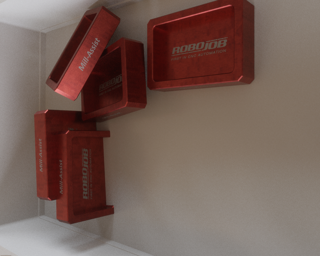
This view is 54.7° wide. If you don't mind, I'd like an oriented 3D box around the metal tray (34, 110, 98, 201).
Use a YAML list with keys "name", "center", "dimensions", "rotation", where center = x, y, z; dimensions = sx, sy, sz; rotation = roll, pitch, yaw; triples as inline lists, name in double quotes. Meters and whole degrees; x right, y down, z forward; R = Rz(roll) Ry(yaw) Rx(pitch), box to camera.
- name: "metal tray"
  center: [-0.142, 0.039, 0.478]
  dimensions: [0.030, 0.091, 0.129]
  rotation: [-5, 87, 40]

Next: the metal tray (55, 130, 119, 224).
- name: "metal tray"
  center: [-0.108, 0.069, 0.467]
  dimensions: [0.030, 0.091, 0.129]
  rotation: [-6, 85, 42]

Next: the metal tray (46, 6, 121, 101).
- name: "metal tray"
  center: [-0.115, -0.109, 0.449]
  dimensions: [0.130, 0.030, 0.090]
  rotation: [-61, 31, -1]

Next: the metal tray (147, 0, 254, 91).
- name: "metal tray"
  center: [0.043, -0.093, 0.366]
  dimensions: [0.130, 0.030, 0.089]
  rotation: [0, 90, 39]

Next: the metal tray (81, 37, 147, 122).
- name: "metal tray"
  center: [-0.070, -0.062, 0.438]
  dimensions: [0.130, 0.030, 0.090]
  rotation: [-13, 78, 50]
